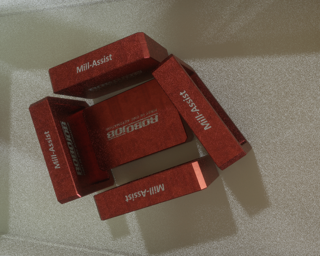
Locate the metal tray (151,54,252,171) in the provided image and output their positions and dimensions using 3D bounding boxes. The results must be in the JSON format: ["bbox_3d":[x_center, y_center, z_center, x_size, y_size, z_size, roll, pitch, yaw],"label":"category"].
[{"bbox_3d":[0.051,-0.018,0.356,0.030,0.090,0.130,-38,78,17],"label":"metal tray"}]

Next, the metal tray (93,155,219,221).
[{"bbox_3d":[-0.001,0.069,0.373,0.130,0.090,0.030,-21,83,18],"label":"metal tray"}]

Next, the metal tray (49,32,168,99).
[{"bbox_3d":[-0.060,-0.073,0.394,0.130,0.090,0.030,-17,85,19],"label":"metal tray"}]

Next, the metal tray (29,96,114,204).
[{"bbox_3d":[-0.114,0.026,0.412,0.030,0.090,0.129,-22,83,18],"label":"metal tray"}]

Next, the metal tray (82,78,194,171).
[{"bbox_3d":[-0.032,-0.004,0.415,0.130,0.030,0.090,-21,83,18],"label":"metal tray"}]
